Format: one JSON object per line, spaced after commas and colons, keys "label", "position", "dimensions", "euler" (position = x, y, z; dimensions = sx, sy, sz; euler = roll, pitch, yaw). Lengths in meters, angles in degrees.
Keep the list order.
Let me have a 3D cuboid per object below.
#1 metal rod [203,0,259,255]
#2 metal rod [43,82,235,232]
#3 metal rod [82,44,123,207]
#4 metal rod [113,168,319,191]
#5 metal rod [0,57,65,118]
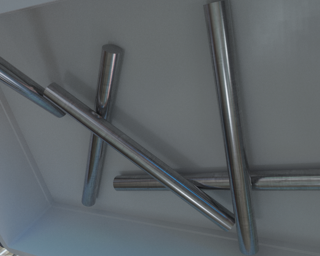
{"label": "metal rod", "position": [0.084, 0.015, 0.350], "dimensions": [0.025, 0.025, 0.298], "euler": [-2, 111, 29]}
{"label": "metal rod", "position": [-0.029, 0.036, 0.412], "dimensions": [0.300, 0.025, 0.025], "euler": [36, 129, 4]}
{"label": "metal rod", "position": [-0.093, 0.017, 0.468], "dimensions": [0.025, 0.025, 0.298], "euler": [26, 128, 12]}
{"label": "metal rod", "position": [0.060, 0.073, 0.421], "dimensions": [0.300, 0.025, 0.025], "euler": [-7, 115, 31]}
{"label": "metal rod", "position": [-0.201, -0.081, 0.345], "dimensions": [0.025, 0.025, 0.300], "euler": [9, 162, 23]}
